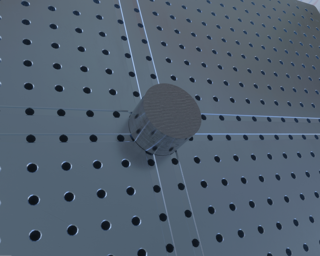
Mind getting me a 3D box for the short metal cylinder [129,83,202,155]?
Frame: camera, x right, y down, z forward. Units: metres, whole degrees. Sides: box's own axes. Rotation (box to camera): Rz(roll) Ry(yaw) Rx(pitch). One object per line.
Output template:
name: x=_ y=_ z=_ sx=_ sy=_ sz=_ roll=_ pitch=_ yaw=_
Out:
short metal cylinder: x=0.006 y=-0.011 z=0.403 sx=0.081 sy=0.050 sz=0.080 roll=14 pitch=56 yaw=-21
